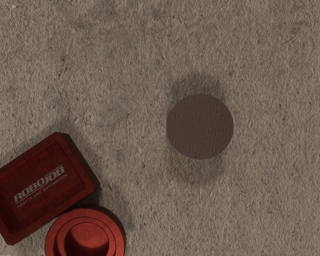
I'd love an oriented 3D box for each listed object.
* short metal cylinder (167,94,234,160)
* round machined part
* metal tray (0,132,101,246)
[{"bbox_3d":[0.049,-0.002,0.398,0.081,0.050,0.079,0,90,-1],"label":"short metal cylinder"},{"bbox_3d":[-0.092,0.146,0.400,0.099,0.042,0.097,0,90,-1],"label":"round machined part"},{"bbox_3d":[-0.156,0.076,0.400,0.130,0.030,0.090,-34,84,-1],"label":"metal tray"}]
